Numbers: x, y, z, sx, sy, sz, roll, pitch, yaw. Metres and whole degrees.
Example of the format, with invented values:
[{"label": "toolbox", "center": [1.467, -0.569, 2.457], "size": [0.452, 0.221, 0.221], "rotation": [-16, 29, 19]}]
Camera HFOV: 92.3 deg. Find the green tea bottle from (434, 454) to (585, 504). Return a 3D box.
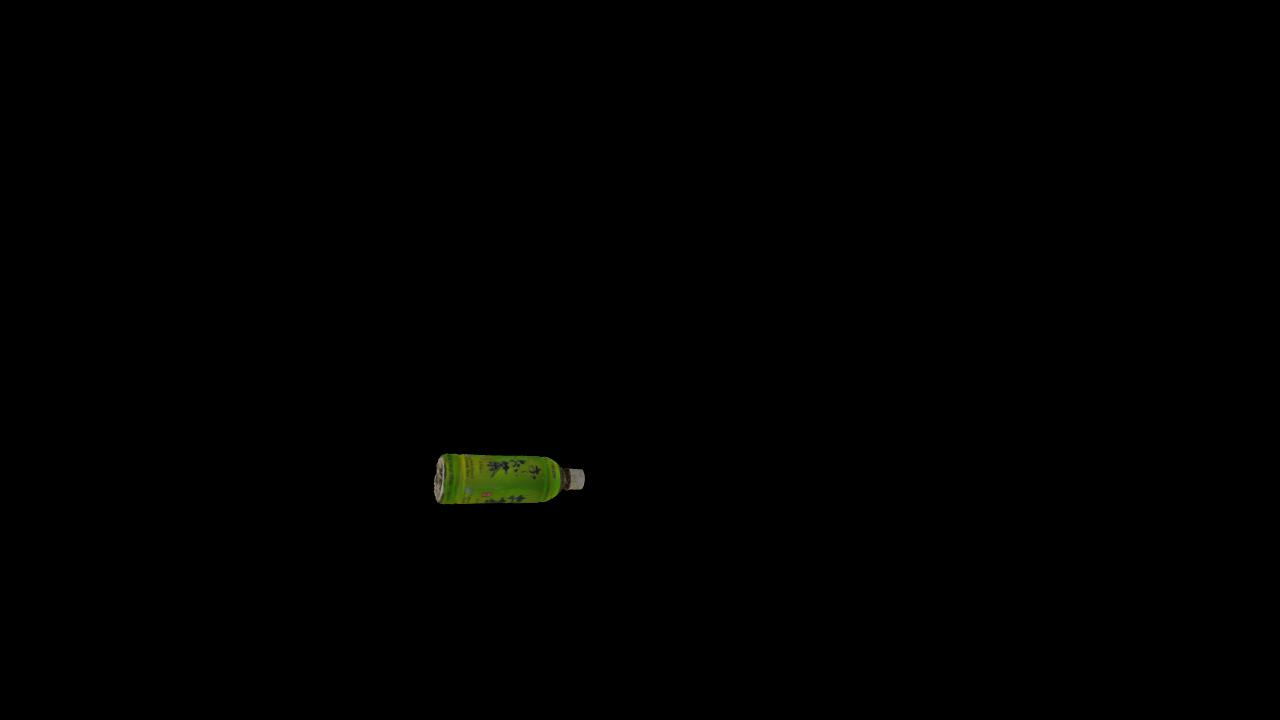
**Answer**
[{"label": "green tea bottle", "center": [-0.183, 0.171, 0.889], "size": [0.212, 0.073, 0.073], "rotation": [4, -2, -28]}]
